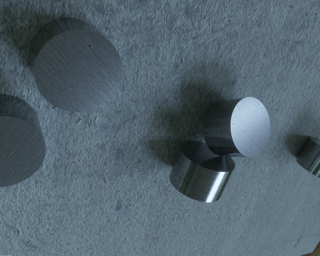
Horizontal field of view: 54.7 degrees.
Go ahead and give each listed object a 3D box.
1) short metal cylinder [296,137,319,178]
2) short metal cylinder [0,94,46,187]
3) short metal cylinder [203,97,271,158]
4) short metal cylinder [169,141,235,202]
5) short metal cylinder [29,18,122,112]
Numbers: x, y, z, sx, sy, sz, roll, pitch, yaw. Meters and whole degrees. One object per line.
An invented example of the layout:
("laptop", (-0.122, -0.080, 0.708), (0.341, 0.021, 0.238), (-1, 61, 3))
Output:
("short metal cylinder", (0.303, 0.058, 0.572), (0.081, 0.080, 0.050), (11, 113, -33))
("short metal cylinder", (-0.160, 0.012, 0.310), (0.081, 0.050, 0.079), (-14, 124, -21))
("short metal cylinder", (0.106, 0.000, 0.426), (0.081, 0.050, 0.080), (2, 87, -35))
("short metal cylinder", (0.059, 0.060, 0.440), (0.081, 0.080, 0.050), (4, 116, -31))
("short metal cylinder", (-0.084, -0.062, 0.306), (0.081, 0.050, 0.079), (-14, 124, -21))
